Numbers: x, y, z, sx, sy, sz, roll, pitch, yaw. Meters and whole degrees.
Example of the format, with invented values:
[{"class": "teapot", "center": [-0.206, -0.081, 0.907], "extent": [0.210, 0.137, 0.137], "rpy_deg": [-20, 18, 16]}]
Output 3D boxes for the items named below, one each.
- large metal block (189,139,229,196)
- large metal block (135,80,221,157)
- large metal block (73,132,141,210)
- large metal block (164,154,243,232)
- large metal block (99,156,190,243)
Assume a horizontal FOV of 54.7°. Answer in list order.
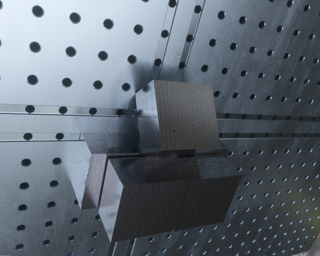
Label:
[{"class": "large metal block", "center": [0.043, 0.053, 0.452], "extent": [0.081, 0.050, 0.079], "rpy_deg": [-1, 119, -28]}, {"class": "large metal block", "center": [0.021, -0.009, 0.376], "extent": [0.081, 0.050, 0.080], "rpy_deg": [0, 76, -29]}, {"class": "large metal block", "center": [-0.061, 0.052, 0.396], "extent": [0.081, 0.050, 0.079], "rpy_deg": [1, 118, -30]}, {"class": "large metal block", "center": [0.050, 0.083, 0.408], "extent": [0.081, 0.050, 0.079], "rpy_deg": [0, 119, -29]}, {"class": "large metal block", "center": [-0.021, 0.081, 0.367], "extent": [0.081, 0.050, 0.079], "rpy_deg": [0, 119, -29]}]
